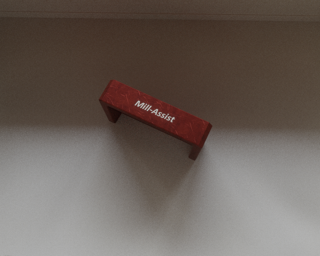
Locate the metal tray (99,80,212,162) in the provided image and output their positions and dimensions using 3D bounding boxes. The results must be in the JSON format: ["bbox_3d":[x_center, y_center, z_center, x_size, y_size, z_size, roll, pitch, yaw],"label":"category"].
[{"bbox_3d":[-0.006,-0.006,0.391,0.130,0.090,0.030,25,74,7],"label":"metal tray"}]
